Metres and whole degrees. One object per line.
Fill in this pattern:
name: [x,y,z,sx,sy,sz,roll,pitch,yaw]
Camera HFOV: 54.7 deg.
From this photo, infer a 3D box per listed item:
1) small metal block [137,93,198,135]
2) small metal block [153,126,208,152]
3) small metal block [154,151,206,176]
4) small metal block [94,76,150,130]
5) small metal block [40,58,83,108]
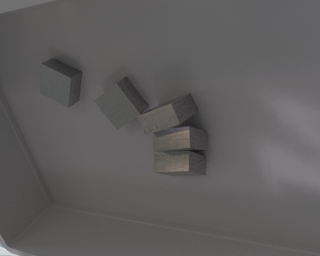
small metal block: [0.010,-0.017,0.374,0.050,0.050,0.025,-18,99,35]
small metal block: [0.026,0.016,0.386,0.050,0.050,0.025,-8,78,32]
small metal block: [0.027,0.048,0.405,0.050,0.050,0.025,-7,73,31]
small metal block: [-0.051,-0.033,0.416,0.050,0.025,0.050,-30,102,38]
small metal block: [-0.142,-0.065,0.444,0.050,0.025,0.050,27,128,11]
